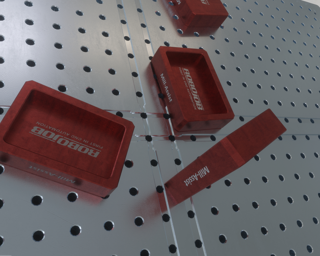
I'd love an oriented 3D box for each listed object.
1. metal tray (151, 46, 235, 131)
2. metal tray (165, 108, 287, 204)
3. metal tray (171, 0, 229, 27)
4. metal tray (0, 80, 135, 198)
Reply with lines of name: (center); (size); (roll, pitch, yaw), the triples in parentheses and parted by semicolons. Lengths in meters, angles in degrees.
metal tray: (0.048, -0.061, 0.467); (0.091, 0.030, 0.130); (-4, 64, -30)
metal tray: (0.071, 0.035, 0.357); (0.091, 0.129, 0.030); (-27, 77, -37)
metal tray: (0.064, -0.253, 0.593); (0.091, 0.030, 0.130); (-12, 68, -33)
metal tray: (-0.101, 0.012, 0.342); (0.131, 0.030, 0.090); (23, 53, -14)
